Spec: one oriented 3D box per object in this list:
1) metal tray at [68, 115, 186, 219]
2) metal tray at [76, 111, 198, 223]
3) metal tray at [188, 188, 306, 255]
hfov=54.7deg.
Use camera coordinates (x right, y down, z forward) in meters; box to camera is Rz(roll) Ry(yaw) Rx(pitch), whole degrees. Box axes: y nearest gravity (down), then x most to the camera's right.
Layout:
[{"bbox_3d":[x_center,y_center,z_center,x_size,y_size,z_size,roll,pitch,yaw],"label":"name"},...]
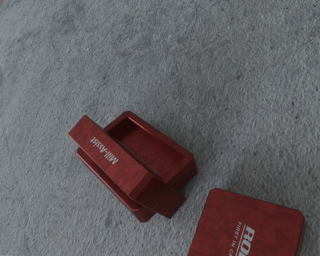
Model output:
[{"bbox_3d":[-0.038,0.043,0.355,0.130,0.090,0.030,36,84,38],"label":"metal tray"},{"bbox_3d":[-0.031,0.040,0.377,0.090,0.030,0.130,-40,49,-18],"label":"metal tray"},{"bbox_3d":[0.072,0.130,0.284,0.090,0.030,0.130,11,67,32],"label":"metal tray"}]
